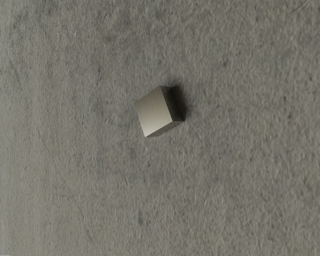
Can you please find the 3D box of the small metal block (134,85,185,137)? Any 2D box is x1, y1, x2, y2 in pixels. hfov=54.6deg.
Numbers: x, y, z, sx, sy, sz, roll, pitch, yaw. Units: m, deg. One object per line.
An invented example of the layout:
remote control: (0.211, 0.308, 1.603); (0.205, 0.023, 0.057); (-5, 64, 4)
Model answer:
small metal block: (-0.002, -0.021, 0.408); (0.050, 0.025, 0.050); (-30, 71, 36)
